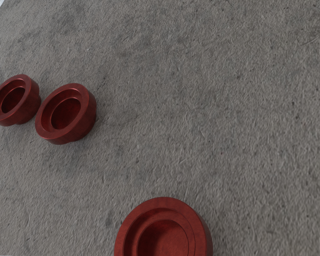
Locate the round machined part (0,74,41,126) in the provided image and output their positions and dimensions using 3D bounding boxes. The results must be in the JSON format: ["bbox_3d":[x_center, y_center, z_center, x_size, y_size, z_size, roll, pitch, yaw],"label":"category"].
[{"bbox_3d":[-0.255,-0.045,0.555,0.098,0.042,0.098,-13,56,21],"label":"round machined part"}]

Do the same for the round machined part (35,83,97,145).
[{"bbox_3d":[-0.138,-0.018,0.477,0.098,0.042,0.098,-13,56,21],"label":"round machined part"}]

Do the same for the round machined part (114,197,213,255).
[{"bbox_3d":[0.006,0.123,0.314,0.098,0.042,0.098,-13,56,21],"label":"round machined part"}]
